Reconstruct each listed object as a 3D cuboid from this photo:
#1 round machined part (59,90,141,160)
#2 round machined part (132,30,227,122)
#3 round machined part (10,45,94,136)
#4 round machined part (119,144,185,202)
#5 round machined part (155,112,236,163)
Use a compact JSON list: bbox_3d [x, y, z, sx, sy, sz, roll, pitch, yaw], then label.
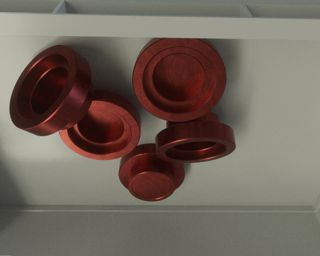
[{"bbox_3d":[-0.073,-0.008,0.390,0.099,0.042,0.097,-1,130,0],"label":"round machined part"},{"bbox_3d":[0.021,-0.059,0.342,0.099,0.042,0.097,1,121,1],"label":"round machined part"},{"bbox_3d":[-0.111,-0.036,0.333,0.098,0.098,0.042,-27,146,20],"label":"round machined part"},{"bbox_3d":[-0.012,0.072,0.459,0.099,0.042,0.097,-1,130,0],"label":"round machined part"},{"bbox_3d":[0.043,0.010,0.391,0.099,0.042,0.098,-3,157,-1],"label":"round machined part"}]
